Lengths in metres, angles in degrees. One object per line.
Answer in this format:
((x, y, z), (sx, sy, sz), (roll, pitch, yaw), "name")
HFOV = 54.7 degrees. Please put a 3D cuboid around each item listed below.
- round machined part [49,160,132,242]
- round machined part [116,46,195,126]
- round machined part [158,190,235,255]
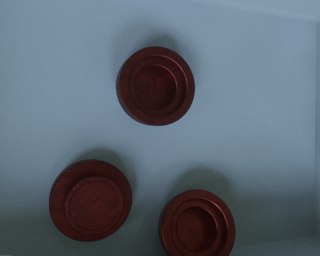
((-0.081, 0.088, 0.372), (0.099, 0.042, 0.097), (0, 90, -20), "round machined part")
((-0.008, -0.051, 0.398), (0.099, 0.042, 0.097), (0, 90, -20), "round machined part")
((0.045, 0.133, 0.408), (0.099, 0.042, 0.098), (5, 70, -14), "round machined part")
